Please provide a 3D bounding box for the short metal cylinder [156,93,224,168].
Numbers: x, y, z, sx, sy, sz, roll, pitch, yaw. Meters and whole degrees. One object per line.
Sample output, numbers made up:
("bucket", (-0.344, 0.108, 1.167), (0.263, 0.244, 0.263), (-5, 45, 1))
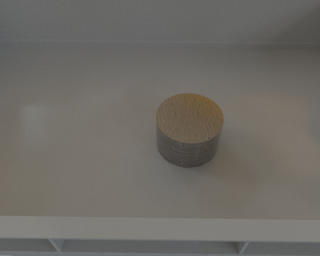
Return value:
("short metal cylinder", (0.035, 0.002, 0.387), (0.080, 0.050, 0.080), (0, 50, 0))
